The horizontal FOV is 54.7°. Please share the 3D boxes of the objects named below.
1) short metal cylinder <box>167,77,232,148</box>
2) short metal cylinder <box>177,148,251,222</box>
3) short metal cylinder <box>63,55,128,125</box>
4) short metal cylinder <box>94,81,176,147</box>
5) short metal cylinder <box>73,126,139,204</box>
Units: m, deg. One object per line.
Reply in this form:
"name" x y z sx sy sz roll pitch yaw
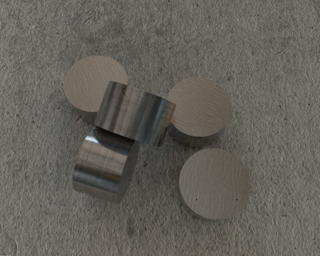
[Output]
"short metal cylinder" 0.047 -0.019 0.402 0.081 0.050 0.080 0 70 0
"short metal cylinder" 0.062 0.069 0.370 0.081 0.050 0.080 0 70 0
"short metal cylinder" -0.081 -0.048 0.412 0.081 0.050 0.080 0 70 0
"short metal cylinder" -0.028 -0.016 0.350 0.080 0.080 0.050 20 91 7
"short metal cylinder" -0.060 0.043 0.363 0.050 0.080 0.080 16 71 6
